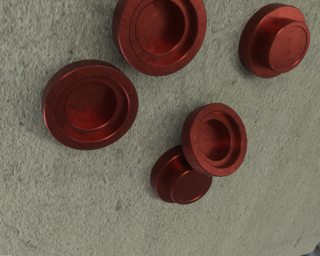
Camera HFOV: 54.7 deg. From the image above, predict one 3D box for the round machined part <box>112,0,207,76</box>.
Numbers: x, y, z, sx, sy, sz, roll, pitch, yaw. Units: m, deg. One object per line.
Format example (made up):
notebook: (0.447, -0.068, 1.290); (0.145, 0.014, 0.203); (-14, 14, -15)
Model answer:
round machined part: (-0.004, -0.108, 0.327); (0.099, 0.042, 0.097); (-14, 124, -21)

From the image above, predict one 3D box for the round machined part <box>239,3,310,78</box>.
round machined part: (0.158, -0.112, 0.413); (0.099, 0.042, 0.097); (-14, 124, -21)

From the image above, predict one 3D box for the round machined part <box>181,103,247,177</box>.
round machined part: (0.069, 0.017, 0.424); (0.099, 0.042, 0.097); (4, 81, -30)

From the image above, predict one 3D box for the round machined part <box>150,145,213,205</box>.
round machined part: (0.039, 0.075, 0.463); (0.099, 0.042, 0.097); (-14, 124, -21)

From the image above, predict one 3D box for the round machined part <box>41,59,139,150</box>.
round machined part: (-0.077, -0.028, 0.337); (0.099, 0.042, 0.097); (-14, 124, -21)
